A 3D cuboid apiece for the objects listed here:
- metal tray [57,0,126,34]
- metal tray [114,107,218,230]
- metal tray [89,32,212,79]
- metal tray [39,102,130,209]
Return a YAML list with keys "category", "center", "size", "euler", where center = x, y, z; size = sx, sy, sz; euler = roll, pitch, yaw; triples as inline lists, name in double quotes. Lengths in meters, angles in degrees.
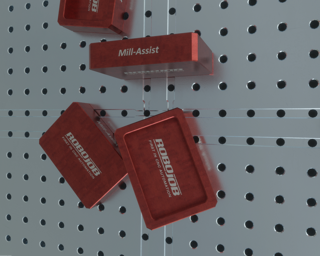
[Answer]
- category: "metal tray"
  center: [-0.092, -0.205, 0.443]
  size: [0.090, 0.030, 0.129]
  euler: [10, 93, 19]
- category: "metal tray"
  center: [0.006, 0.050, 0.392]
  size: [0.090, 0.030, 0.130]
  euler: [-20, 83, -2]
- category: "metal tray"
  center: [-0.008, -0.084, 0.381]
  size: [0.130, 0.090, 0.030]
  euler: [0, 90, 20]
- category: "metal tray"
  center: [-0.105, 0.038, 0.448]
  size: [0.090, 0.030, 0.130]
  euler: [-44, 77, 14]
